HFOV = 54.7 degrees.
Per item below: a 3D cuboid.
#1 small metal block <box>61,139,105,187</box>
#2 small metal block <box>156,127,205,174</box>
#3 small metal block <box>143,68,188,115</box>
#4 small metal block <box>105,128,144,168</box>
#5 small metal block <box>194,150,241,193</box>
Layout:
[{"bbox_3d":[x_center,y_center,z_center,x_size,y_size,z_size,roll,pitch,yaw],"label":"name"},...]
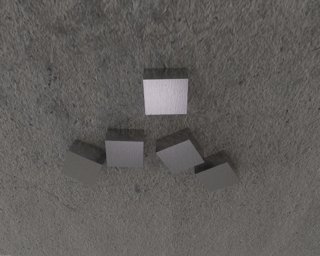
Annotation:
[{"bbox_3d":[-0.108,0.051,0.443,0.050,0.025,0.050,24,127,-6],"label":"small metal block"},{"bbox_3d":[0.028,0.033,0.435,0.050,0.025,0.050,-23,127,18],"label":"small metal block"},{"bbox_3d":[0.007,-0.043,0.370,0.050,0.025,0.050,-1,130,1],"label":"small metal block"},{"bbox_3d":[-0.048,0.028,0.431,0.050,0.025,0.050,2,130,-2],"label":"small metal block"},{"bbox_3d":[0.085,0.065,0.464,0.050,0.025,0.050,-25,126,19],"label":"small metal block"}]
